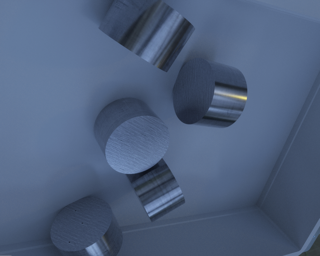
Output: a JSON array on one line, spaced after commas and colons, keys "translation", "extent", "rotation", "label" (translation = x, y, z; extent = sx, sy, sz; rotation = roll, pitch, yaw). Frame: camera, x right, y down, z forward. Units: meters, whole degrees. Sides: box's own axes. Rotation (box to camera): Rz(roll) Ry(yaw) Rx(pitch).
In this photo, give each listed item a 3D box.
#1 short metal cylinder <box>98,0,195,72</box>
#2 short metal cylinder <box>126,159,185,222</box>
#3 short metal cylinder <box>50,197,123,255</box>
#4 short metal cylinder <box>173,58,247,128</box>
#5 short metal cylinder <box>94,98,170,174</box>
[{"translation": [-0.013, -0.098, 0.306], "extent": [0.080, 0.080, 0.050], "rotation": [24, 105, -37], "label": "short metal cylinder"}, {"translation": [-0.009, 0.079, 0.419], "extent": [0.050, 0.080, 0.080], "rotation": [-28, 128, -11], "label": "short metal cylinder"}, {"translation": [-0.095, 0.139, 0.409], "extent": [0.081, 0.080, 0.050], "rotation": [-24, 128, -14], "label": "short metal cylinder"}, {"translation": [0.059, -0.042, 0.382], "extent": [0.050, 0.080, 0.079], "rotation": [6, 115, -32], "label": "short metal cylinder"}, {"translation": [-0.035, 0.009, 0.380], "extent": [0.081, 0.050, 0.079], "rotation": [-14, 125, -21], "label": "short metal cylinder"}]
